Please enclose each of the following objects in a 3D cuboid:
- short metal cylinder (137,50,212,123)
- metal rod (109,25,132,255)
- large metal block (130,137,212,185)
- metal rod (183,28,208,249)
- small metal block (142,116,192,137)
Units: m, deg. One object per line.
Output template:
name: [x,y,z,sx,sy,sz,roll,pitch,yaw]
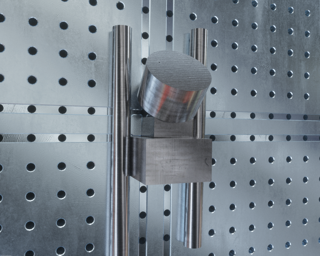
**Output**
short metal cylinder: [0.017,-0.052,0.382,0.081,0.050,0.080,11,43,-10]
metal rod: [-0.050,0.022,0.394,0.025,0.025,0.298,1,90,-20]
large metal block: [0.009,0.037,0.384,0.081,0.080,0.050,1,90,-20]
metal rod: [0.050,0.013,0.431,0.025,0.025,0.298,2,89,-20]
small metal block: [0.008,-0.001,0.402,0.050,0.050,0.025,1,90,-21]
